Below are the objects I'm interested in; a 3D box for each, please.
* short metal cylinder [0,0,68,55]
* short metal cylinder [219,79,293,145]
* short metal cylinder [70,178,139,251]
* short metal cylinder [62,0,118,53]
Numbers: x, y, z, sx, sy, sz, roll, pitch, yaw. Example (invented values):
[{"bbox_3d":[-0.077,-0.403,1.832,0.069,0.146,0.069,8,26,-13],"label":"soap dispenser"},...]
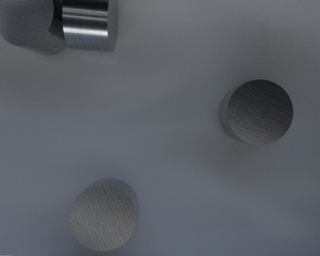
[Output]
[{"bbox_3d":[-0.153,-0.136,0.388,0.080,0.050,0.080,0,91,15],"label":"short metal cylinder"},{"bbox_3d":[0.121,-0.019,0.400,0.081,0.050,0.080,0,90,0],"label":"short metal cylinder"},{"bbox_3d":[-0.069,0.109,0.398,0.081,0.050,0.080,0,90,0],"label":"short metal cylinder"},{"bbox_3d":[-0.083,-0.136,0.383,0.050,0.080,0.080,5,90,0],"label":"short metal cylinder"}]
